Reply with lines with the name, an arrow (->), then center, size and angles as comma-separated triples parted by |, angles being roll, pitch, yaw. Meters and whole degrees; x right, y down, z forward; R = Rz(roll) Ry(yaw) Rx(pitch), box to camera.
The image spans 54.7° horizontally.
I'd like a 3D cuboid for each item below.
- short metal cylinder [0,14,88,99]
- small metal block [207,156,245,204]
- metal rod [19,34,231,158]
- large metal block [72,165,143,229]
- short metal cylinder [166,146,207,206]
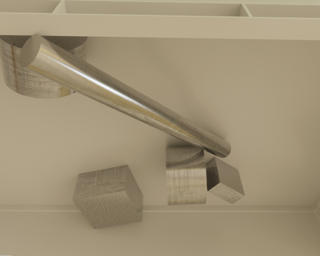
short metal cylinder -> -0.115, -0.073, 0.309 | 0.081, 0.080, 0.050 | 8, 130, -7
small metal block -> 0.095, 0.078, 0.460 | 0.050, 0.050, 0.025 | 30, 124, -24
metal rod -> 0.000, -0.011, 0.324 | 0.025, 0.025, 0.301 | -33, 147, 24
large metal block -> -0.078, 0.109, 0.485 | 0.080, 0.050, 0.080 | -12, 129, 9
short metal cylinder -> 0.035, 0.066, 0.430 | 0.050, 0.080, 0.079 | -2, 130, 1
